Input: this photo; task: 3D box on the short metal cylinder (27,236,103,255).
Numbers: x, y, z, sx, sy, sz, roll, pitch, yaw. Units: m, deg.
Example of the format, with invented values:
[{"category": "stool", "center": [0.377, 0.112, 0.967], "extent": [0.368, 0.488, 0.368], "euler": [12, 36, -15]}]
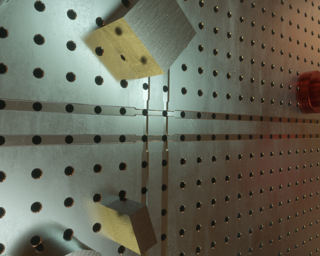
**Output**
[{"category": "short metal cylinder", "center": [-0.097, 0.157, 0.314], "extent": [0.081, 0.050, 0.079], "euler": [0, 90, -40]}]

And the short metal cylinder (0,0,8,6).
[{"category": "short metal cylinder", "center": [-0.156, -0.149, 0.262], "extent": [0.081, 0.050, 0.079], "euler": [0, 90, -40]}]

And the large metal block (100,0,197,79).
[{"category": "large metal block", "center": [-0.012, -0.121, 0.384], "extent": [0.080, 0.050, 0.080], "euler": [50, 60, -29]}]

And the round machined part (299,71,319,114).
[{"category": "round machined part", "center": [0.361, -0.082, 0.705], "extent": [0.099, 0.042, 0.097], "euler": [0, 90, -40]}]

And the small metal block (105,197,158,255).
[{"category": "small metal block", "center": [-0.034, 0.114, 0.366], "extent": [0.025, 0.050, 0.050], "euler": [-24, 106, -38]}]
